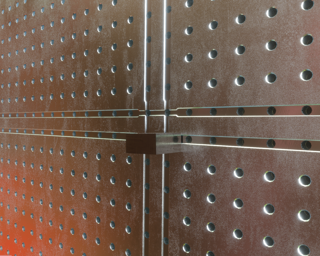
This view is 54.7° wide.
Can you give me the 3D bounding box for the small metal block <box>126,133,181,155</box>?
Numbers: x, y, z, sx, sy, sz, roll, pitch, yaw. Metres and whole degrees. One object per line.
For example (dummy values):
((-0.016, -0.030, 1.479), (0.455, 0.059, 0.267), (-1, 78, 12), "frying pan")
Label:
((-0.008, 0.019, 0.398), (0.050, 0.050, 0.025), (-1, 89, 39), "small metal block")
